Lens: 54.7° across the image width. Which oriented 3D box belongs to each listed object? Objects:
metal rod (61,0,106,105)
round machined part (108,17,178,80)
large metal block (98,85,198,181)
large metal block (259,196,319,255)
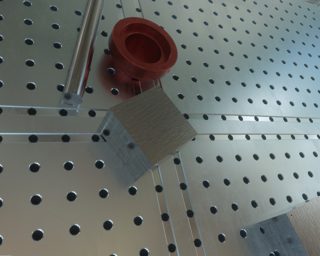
[{"bbox_3d":[-0.099,-0.161,0.452,0.025,0.025,0.300,16,55,-19],"label":"metal rod"},{"bbox_3d":[-0.027,-0.109,0.449,0.099,0.042,0.098,14,56,-21],"label":"round machined part"},{"bbox_3d":[-0.015,0.004,0.381,0.081,0.050,0.080,-31,79,-38],"label":"large metal block"},{"bbox_3d":[0.192,0.144,0.407,0.081,0.050,0.080,-11,67,-33],"label":"large metal block"}]
